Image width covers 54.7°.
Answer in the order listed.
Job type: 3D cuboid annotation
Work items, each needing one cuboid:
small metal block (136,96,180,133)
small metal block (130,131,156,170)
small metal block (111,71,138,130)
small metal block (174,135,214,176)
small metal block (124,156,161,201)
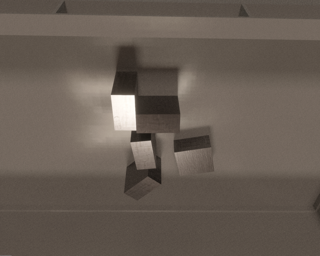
[{"bbox_3d":[-0.002,-0.017,0.376,0.050,0.050,0.025,0,121,-1],"label":"small metal block"},{"bbox_3d":[-0.021,0.019,0.409,0.025,0.050,0.050,-5,130,4],"label":"small metal block"},{"bbox_3d":[-0.040,-0.032,0.365,0.025,0.050,0.050,1,130,0],"label":"small metal block"},{"bbox_3d":[0.049,0.040,0.444,0.050,0.025,0.050,-9,130,7],"label":"small metal block"},{"bbox_3d":[-0.025,0.069,0.451,0.025,0.050,0.050,36,121,-27],"label":"small metal block"}]
